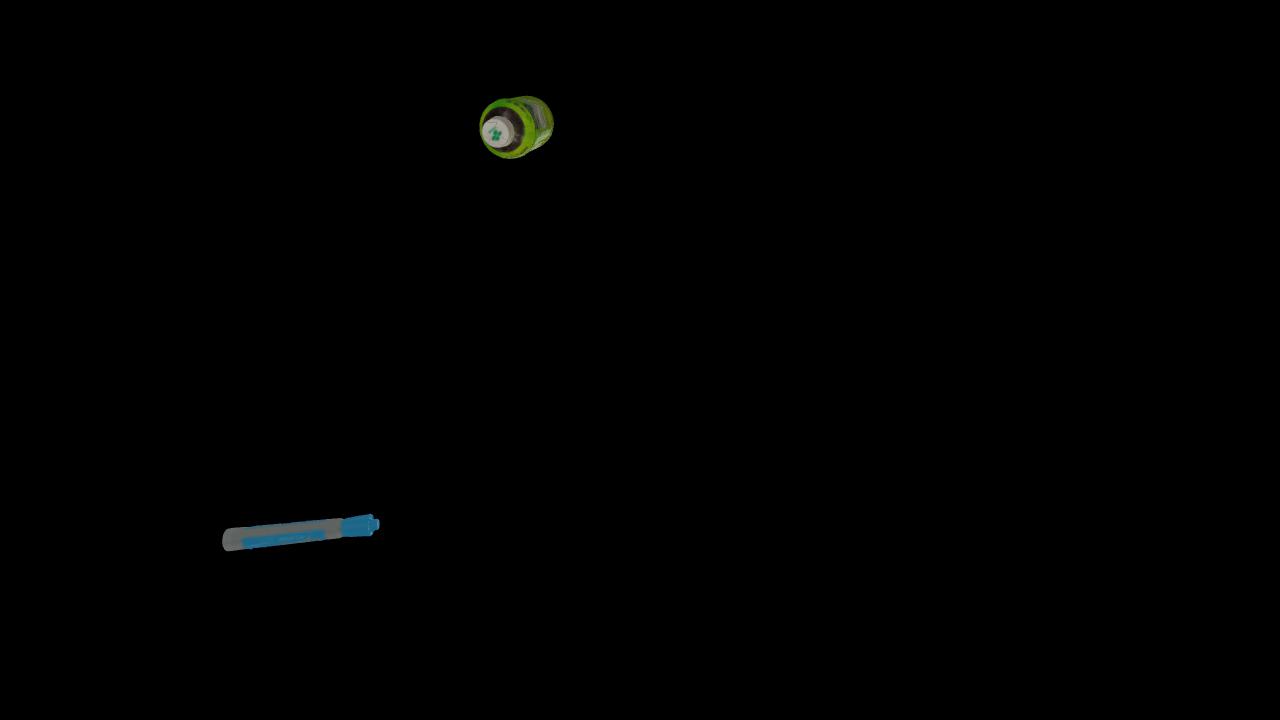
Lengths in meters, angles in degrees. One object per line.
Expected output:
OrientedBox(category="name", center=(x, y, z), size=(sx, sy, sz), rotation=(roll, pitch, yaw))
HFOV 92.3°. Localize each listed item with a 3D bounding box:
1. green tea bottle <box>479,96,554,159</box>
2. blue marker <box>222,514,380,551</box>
OrientedBox(category="green tea bottle", center=(-0.156, -0.292, 0.768), size=(0.073, 0.073, 0.212), rotation=(0, 22, 1))
OrientedBox(category="blue marker", center=(-0.287, 0.147, 0.526), size=(0.121, 0.020, 0.020), rotation=(-4, 1, -9))
